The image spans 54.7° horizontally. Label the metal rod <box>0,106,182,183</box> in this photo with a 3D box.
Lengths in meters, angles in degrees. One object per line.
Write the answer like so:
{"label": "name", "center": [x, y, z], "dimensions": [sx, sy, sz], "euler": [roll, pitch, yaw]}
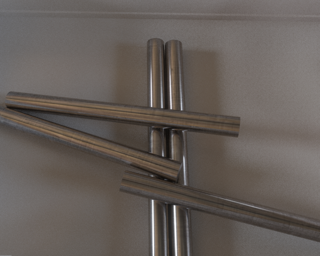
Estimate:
{"label": "metal rod", "center": [-0.120, 0.010, 0.389], "dimensions": [0.301, 0.025, 0.025], "euler": [16, 71, 11]}

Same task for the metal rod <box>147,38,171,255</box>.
{"label": "metal rod", "center": [-0.003, 0.017, 0.400], "dimensions": [0.025, 0.025, 0.299], "euler": [-1, 70, -1]}

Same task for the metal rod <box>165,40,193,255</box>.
{"label": "metal rod", "center": [0.023, 0.019, 0.400], "dimensions": [0.025, 0.025, 0.299], "euler": [-1, 70, -1]}

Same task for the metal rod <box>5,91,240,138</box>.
{"label": "metal rod", "center": [-0.053, -0.019, 0.394], "dimensions": [0.301, 0.025, 0.025], "euler": [7, 70, 9]}

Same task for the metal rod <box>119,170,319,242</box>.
{"label": "metal rod", "center": [0.103, 0.098, 0.355], "dimensions": [0.302, 0.025, 0.025], "euler": [15, 71, -1]}
